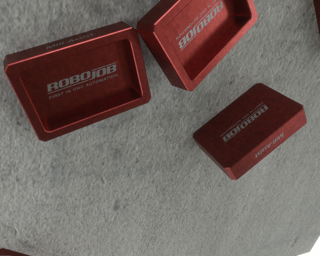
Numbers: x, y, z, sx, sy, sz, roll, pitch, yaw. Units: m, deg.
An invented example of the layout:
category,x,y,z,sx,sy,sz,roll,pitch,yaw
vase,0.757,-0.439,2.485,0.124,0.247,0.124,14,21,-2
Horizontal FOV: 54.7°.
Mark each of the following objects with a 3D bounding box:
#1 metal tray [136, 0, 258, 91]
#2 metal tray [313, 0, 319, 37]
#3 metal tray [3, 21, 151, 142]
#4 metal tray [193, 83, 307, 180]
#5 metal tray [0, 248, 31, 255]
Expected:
category,x,y,z,sx,sy,sz,roll,pitch,yaw
metal tray,0.046,-0.116,0.338,0.130,0.030,0.090,-48,131,-13
metal tray,0.270,-0.179,0.443,0.090,0.030,0.130,-39,130,-2
metal tray,-0.081,-0.050,0.329,0.131,0.030,0.089,-22,127,-15
metal tray,0.122,0.001,0.434,0.130,0.090,0.030,-38,130,-3
metal tray,-0.196,0.227,0.437,0.090,0.030,0.130,-46,130,4
